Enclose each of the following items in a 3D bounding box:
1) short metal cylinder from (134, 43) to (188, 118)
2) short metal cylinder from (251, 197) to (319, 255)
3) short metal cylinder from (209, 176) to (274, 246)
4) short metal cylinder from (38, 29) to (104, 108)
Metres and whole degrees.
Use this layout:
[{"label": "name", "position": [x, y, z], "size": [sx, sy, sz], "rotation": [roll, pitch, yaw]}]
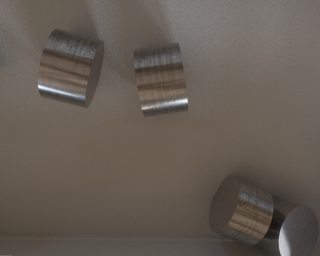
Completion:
[{"label": "short metal cylinder", "position": [0.002, -0.055, 0.362], "size": [0.050, 0.080, 0.079], "rotation": [-8, 110, 3]}, {"label": "short metal cylinder", "position": [0.173, 0.142, 0.433], "size": [0.081, 0.050, 0.079], "rotation": [-1, 93, -29]}, {"label": "short metal cylinder", "position": [0.109, 0.113, 0.424], "size": [0.050, 0.080, 0.080], "rotation": [24, 108, -8]}, {"label": "short metal cylinder", "position": [-0.099, -0.067, 0.356], "size": [0.050, 0.080, 0.079], "rotation": [14, 110, -5]}]
